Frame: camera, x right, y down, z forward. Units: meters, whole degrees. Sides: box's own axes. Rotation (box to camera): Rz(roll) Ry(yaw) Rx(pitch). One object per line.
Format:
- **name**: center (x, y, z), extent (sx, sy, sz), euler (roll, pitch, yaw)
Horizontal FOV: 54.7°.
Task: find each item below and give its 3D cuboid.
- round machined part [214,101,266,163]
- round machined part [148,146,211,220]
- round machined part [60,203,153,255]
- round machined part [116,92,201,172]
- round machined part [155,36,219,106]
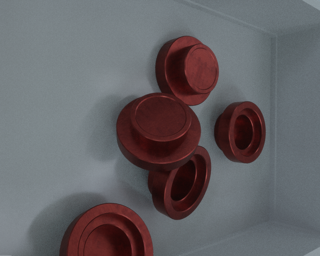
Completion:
- **round machined part**: center (0.125, 0.007, 0.500), extent (0.099, 0.042, 0.097), euler (0, 90, -40)
- **round machined part**: center (0.022, 0.065, 0.403), extent (0.099, 0.042, 0.097), euler (-21, 119, -45)
- **round machined part**: center (-0.059, 0.134, 0.331), extent (0.099, 0.042, 0.098), euler (20, 54, -30)
- **round machined part**: center (-0.001, -0.003, 0.358), extent (0.098, 0.098, 0.042), euler (-46, 161, -30)
- **round machined part**: center (0.045, -0.080, 0.432), extent (0.099, 0.042, 0.097), euler (0, 90, -40)
